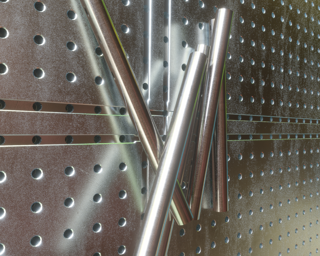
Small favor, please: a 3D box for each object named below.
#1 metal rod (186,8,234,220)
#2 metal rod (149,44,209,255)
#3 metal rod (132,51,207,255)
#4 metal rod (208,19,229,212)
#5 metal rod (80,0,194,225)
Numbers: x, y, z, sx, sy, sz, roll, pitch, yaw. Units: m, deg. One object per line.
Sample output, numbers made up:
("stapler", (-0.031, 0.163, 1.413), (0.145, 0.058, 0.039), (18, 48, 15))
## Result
("metal rod", (0.068, -0.018, 0.444), (0.025, 0.025, 0.298), (7, 93, -40))
("metal rod", (0.031, 0.023, 0.437), (0.025, 0.025, 0.299), (22, 76, -38))
("metal rod", (0.013, 0.035, 0.363), (0.025, 0.025, 0.300), (34, 61, -35))
("metal rod", (0.093, -0.019, 0.489), (0.025, 0.025, 0.298), (-3, 92, -40))
("metal rod", (-0.024, -0.016, 0.373), (0.025, 0.025, 0.299), (-31, 104, -36))
